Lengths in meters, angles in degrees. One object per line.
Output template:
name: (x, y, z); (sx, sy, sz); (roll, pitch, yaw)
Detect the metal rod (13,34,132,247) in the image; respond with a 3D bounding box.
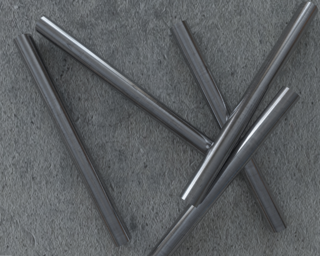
metal rod: (-0.115, 0.016, 0.408); (0.025, 0.025, 0.299); (-26, 90, 0)

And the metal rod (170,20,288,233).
metal rod: (0.091, -0.002, 0.410); (0.025, 0.025, 0.299); (-27, 90, 0)

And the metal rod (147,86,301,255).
metal rod: (0.069, 0.075, 0.391); (0.025, 0.025, 0.299); (37, 97, 0)

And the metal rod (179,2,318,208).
metal rod: (0.115, -0.035, 0.390); (0.025, 0.025, 0.300); (34, 82, 0)

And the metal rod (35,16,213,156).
metal rod: (-0.035, -0.047, 0.409); (0.301, 0.025, 0.025); (37, 90, 0)
